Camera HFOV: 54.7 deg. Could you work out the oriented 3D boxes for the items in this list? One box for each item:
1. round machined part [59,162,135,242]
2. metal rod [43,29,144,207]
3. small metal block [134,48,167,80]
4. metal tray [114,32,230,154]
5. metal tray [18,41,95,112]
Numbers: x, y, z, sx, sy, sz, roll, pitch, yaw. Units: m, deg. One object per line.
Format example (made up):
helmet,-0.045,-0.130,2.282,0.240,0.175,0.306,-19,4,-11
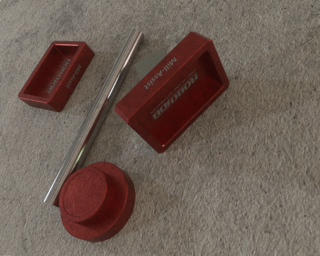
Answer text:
round machined part,-0.084,0.086,0.382,0.098,0.042,0.098,-13,56,20
metal rod,-0.091,-0.027,0.466,0.025,0.025,0.300,9,66,32
small metal block,-0.005,-0.083,0.456,0.050,0.025,0.050,-28,52,10
metal tray,0.020,-0.039,0.374,0.130,0.090,0.030,-45,51,-3
metal tray,-0.184,-0.096,0.553,0.090,0.030,0.130,11,67,32
